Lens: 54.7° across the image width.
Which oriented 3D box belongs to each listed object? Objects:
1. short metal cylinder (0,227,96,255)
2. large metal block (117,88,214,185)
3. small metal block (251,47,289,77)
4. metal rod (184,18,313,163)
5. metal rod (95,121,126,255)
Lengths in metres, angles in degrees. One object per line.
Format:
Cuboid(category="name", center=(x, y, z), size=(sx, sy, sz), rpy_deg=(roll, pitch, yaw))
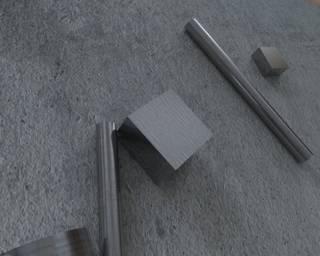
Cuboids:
Cuboid(category="short metal cylinder", center=(-0.090, 0.119, 0.247), size=(0.081, 0.080, 0.050), rpy_deg=(-10, 67, -32))
Cuboid(category="large metal block", center=(0.005, 0.009, 0.385), size=(0.080, 0.050, 0.080), rpy_deg=(48, 51, 5))
Cuboid(category="small metal block", center=(0.211, -0.128, 0.595), size=(0.050, 0.025, 0.050), rpy_deg=(-9, 66, -32))
Cuboid(category="metal rod", center=(0.145, -0.067, 0.522), size=(0.025, 0.025, 0.300), rpy_deg=(-32, 80, -38))
Cuboid(category="metal rod", center=(-0.046, 0.129, 0.300), size=(0.025, 0.025, 0.299), rpy_deg=(6, 59, -25))
